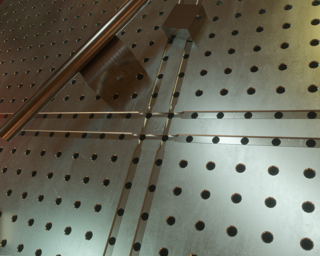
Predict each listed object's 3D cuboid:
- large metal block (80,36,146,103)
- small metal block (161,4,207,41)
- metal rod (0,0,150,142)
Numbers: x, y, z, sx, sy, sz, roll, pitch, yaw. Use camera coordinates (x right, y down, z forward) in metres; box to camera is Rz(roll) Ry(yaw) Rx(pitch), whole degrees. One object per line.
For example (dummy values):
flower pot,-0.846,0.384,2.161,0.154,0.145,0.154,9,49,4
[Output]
large metal block,-0.083,-0.100,0.495,0.080,0.050,0.080,-39,51,1
small metal block,0.039,-0.168,0.490,0.050,0.025,0.050,19,71,35
metal rod,-0.128,-0.097,0.468,0.300,0.025,0.025,-47,52,-5
